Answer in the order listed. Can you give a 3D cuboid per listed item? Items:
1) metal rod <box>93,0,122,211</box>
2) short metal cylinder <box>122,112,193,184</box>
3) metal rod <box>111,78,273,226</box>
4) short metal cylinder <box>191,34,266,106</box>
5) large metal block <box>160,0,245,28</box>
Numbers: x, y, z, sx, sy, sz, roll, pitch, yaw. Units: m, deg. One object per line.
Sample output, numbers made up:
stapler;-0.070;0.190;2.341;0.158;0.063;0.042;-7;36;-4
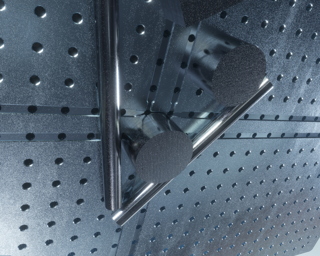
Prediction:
metal rod;-0.059;-0.020;0.366;0.025;0.025;0.298;-11;123;-23
short metal cylinder;-0.004;0.026;0.409;0.081;0.050;0.079;-14;124;-21
metal rod;0.047;0.034;0.457;0.300;0.025;0.025;-43;130;1
short metal cylinder;0.087;-0.074;0.396;0.081;0.050;0.079;-14;124;-21
large metal block;0.040;-0.162;0.317;0.080;0.050;0.080;-28;128;-11
